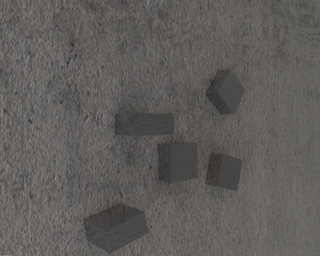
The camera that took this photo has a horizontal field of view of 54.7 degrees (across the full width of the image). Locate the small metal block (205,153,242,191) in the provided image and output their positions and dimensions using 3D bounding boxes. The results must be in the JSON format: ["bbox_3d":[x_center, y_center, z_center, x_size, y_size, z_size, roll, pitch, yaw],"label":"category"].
[{"bbox_3d":[0.101,0.069,0.489,0.050,0.025,0.050,19,78,-38],"label":"small metal block"}]

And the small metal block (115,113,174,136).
[{"bbox_3d":[-0.019,-0.004,0.372,0.050,0.050,0.025,-1,91,-40],"label":"small metal block"}]

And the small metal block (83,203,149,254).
[{"bbox_3d":[-0.050,0.110,0.347,0.050,0.050,0.025,-16,101,-39],"label":"small metal block"}]

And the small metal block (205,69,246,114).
[{"bbox_3d":[0.104,-0.057,0.492,0.050,0.025,0.050,45,63,-31],"label":"small metal block"}]

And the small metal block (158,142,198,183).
[{"bbox_3d":[0.025,0.046,0.425,0.050,0.025,0.050,-2,91,-40],"label":"small metal block"}]
